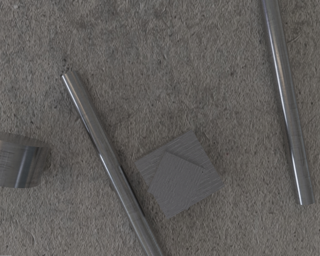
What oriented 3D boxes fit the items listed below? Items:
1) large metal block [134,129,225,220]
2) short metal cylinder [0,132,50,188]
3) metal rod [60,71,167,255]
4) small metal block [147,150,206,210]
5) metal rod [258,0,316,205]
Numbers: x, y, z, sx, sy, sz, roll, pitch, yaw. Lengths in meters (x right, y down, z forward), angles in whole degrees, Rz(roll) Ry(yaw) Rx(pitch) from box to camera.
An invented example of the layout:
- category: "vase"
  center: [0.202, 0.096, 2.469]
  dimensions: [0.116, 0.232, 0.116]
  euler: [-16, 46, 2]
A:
- category: "large metal block"
  center: [0.024, 0.056, 0.398]
  dimensions: [0.080, 0.050, 0.080]
  euler: [-30, 90, 0]
- category: "short metal cylinder"
  center: [-0.184, 0.037, 0.381]
  dimensions: [0.080, 0.080, 0.050]
  euler: [15, 90, 0]
- category: "metal rod"
  center: [-0.055, 0.065, 0.409]
  dimensions: [0.025, 0.025, 0.299]
  euler: [-25, 90, 0]
- category: "small metal block"
  center: [0.019, 0.059, 0.360]
  dimensions: [0.050, 0.025, 0.050]
  euler: [25, 90, 0]
- category: "metal rod"
  center: [0.166, -0.048, 0.411]
  dimensions: [0.025, 0.025, 0.298]
  euler: [-11, 90, 0]
